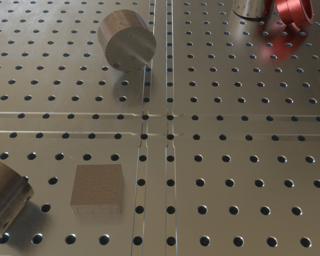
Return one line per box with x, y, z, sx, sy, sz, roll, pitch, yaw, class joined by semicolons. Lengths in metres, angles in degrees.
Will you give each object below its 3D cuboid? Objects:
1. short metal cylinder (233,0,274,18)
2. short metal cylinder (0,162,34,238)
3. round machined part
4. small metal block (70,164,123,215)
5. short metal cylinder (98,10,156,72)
0.186;-0.259;0.607;0.080;0.050;0.080;-2;48;2;short metal cylinder
-0.179;0.068;0.314;0.080;0.080;0.050;17;52;14;short metal cylinder
0.244;-0.229;0.567;0.042;0.098;0.098;-12;40;39;round machined part
-0.069;0.069;0.349;0.050;0.025;0.050;-1;50;-1;small metal block
-0.052;-0.136;0.486;0.081;0.080;0.050;-16;52;-13;short metal cylinder
